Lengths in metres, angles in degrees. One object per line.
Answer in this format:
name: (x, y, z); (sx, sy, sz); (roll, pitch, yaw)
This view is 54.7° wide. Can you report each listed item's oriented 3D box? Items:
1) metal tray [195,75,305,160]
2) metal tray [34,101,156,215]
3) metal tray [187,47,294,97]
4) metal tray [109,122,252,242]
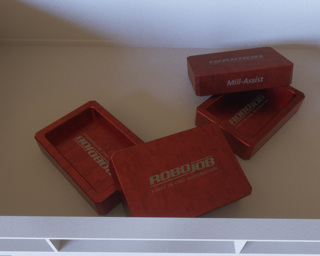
metal tray: (0.123, -0.026, 0.424); (0.131, 0.030, 0.090); (-37, 59, -27)
metal tray: (-0.076, 0.029, 0.375); (0.091, 0.030, 0.130); (-37, 59, -27)
metal tray: (0.110, -0.084, 0.447); (0.131, 0.030, 0.090); (-7, 30, 0)
metal tray: (0.022, 0.053, 0.332); (0.131, 0.030, 0.090); (-16, 69, -21)
